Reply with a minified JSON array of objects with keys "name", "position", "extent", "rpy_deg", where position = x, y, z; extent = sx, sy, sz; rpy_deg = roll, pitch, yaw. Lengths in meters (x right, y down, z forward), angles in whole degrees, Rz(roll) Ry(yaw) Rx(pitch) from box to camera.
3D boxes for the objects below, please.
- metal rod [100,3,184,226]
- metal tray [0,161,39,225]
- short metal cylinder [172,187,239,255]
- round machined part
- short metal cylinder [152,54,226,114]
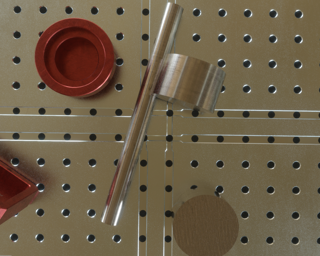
[{"name":"metal rod","position":[-0.024,-0.018,0.412],"extent":[0.025,0.025,0.298],"rpy_deg":[17,90,0]},{"name":"metal tray","position":[-0.227,0.060,0.378],"extent":[0.130,0.090,0.030],"rpy_deg":[35,94,0]},{"name":"short metal cylinder","position":[0.056,0.121,0.401],"extent":[0.081,0.050,0.080],"rpy_deg":[0,90,0]},{"name":"round machined part","position":[-0.106,-0.088,0.404],"extent":[0.099,0.042,0.097],"rpy_deg":[0,90,0]},{"name":"short metal cylinder","position":[0.036,-0.054,0.386],"extent":[0.080,0.080,0.050],"rpy_deg":[18,90,0]}]
